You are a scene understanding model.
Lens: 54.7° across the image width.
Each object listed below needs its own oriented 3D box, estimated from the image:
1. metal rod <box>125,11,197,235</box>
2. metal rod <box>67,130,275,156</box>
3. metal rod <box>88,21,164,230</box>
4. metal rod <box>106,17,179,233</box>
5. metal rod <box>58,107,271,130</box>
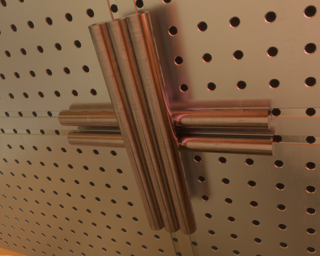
[{"bbox_3d":[0.009,0.014,0.382,0.025,0.025,0.298,0,119,27],"label":"metal rod"},{"bbox_3d":[-0.004,0.017,0.423,0.301,0.025,0.025,1,119,27],"label":"metal rod"},{"bbox_3d":[-0.035,0.015,0.406,0.025,0.025,0.298,0,119,27],"label":"metal rod"},{"bbox_3d":[-0.013,0.015,0.394,0.025,0.025,0.298,0,119,27],"label":"metal rod"},{"bbox_3d":[-0.013,-0.013,0.409,0.301,0.025,0.025,1,119,27],"label":"metal rod"}]
